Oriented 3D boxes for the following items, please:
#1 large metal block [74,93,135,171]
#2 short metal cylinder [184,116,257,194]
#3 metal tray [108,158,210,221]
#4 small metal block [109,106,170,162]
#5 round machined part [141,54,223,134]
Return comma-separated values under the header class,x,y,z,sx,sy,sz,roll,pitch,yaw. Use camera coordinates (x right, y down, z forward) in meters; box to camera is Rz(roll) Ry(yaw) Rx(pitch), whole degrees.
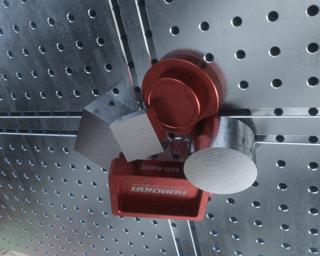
class,x,y,z,sx,sy,sz,roll,pitch,yaw
large metal block,-0.067,0.011,0.437,0.080,0.050,0.079,31,128,8
short metal cylinder,0.071,0.033,0.363,0.080,0.050,0.079,7,133,8
metal tray,-0.001,0.086,0.425,0.131,0.030,0.089,4,130,0
small metal block,-0.024,0.008,0.368,0.050,0.025,0.050,-18,106,23
round machined part,0.021,-0.034,0.368,0.098,0.042,0.097,13,124,21
